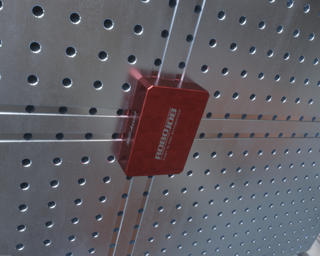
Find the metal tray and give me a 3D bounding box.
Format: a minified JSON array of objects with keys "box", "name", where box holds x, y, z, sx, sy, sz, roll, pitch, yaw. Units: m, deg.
[{"box":[0.003,0.002,0.412,0.091,0.030,0.129,2,118,-30],"name":"metal tray"}]
